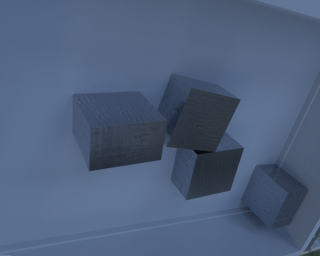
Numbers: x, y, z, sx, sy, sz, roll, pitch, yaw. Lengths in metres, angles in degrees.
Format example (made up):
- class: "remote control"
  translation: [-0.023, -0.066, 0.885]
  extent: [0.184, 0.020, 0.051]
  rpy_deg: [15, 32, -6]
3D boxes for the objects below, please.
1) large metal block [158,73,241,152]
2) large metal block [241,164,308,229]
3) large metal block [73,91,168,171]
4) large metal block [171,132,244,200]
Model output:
- class: "large metal block"
  translation: [0.045, -0.018, 0.408]
  extent: [0.081, 0.050, 0.079]
  rpy_deg: [8, 114, -32]
- class: "large metal block"
  translation: [0.205, 0.122, 0.564]
  extent: [0.050, 0.080, 0.079]
  rpy_deg: [0, 118, -29]
- class: "large metal block"
  translation: [-0.049, -0.001, 0.347]
  extent: [0.081, 0.080, 0.050]
  rpy_deg: [-6, 121, -26]
- class: "large metal block"
  translation: [0.069, 0.055, 0.466]
  extent: [0.081, 0.050, 0.079]
  rpy_deg: [-5, 121, -26]
